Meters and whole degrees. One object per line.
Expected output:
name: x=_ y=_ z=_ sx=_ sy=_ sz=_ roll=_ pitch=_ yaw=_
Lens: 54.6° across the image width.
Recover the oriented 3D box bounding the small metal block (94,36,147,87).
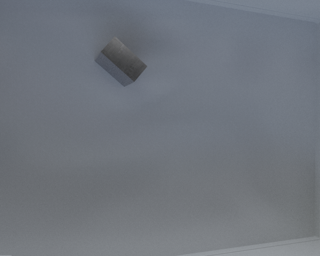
small metal block: x=-0.049 y=-0.079 z=0.379 sx=0.050 sy=0.050 sz=0.025 roll=41 pitch=77 yaw=-16
